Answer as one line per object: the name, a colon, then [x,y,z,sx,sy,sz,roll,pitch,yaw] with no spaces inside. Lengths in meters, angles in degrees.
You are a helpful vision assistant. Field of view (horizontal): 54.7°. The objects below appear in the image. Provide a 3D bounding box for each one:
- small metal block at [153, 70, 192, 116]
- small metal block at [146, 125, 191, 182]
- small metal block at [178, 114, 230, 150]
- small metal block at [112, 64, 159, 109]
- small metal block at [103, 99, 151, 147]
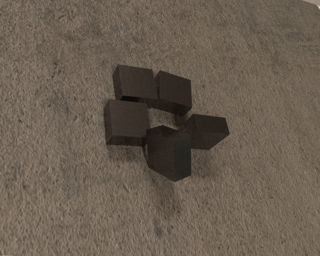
small metal block: [0.017,-0.049,0.445,0.050,0.025,0.050,14,56,-21]
small metal block: [0.010,0.029,0.364,0.025,0.050,0.050,-17,114,-35]
small metal block: [0.056,0.007,0.416,0.050,0.050,0.025,6,59,-26]
small metal block: [-0.034,-0.056,0.421,0.050,0.025,0.050,3,60,-27]
small metal block: [-0.041,-0.006,0.386,0.050,0.025,0.050,5,60,-26]
